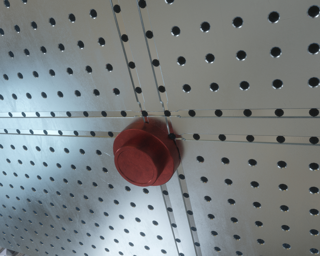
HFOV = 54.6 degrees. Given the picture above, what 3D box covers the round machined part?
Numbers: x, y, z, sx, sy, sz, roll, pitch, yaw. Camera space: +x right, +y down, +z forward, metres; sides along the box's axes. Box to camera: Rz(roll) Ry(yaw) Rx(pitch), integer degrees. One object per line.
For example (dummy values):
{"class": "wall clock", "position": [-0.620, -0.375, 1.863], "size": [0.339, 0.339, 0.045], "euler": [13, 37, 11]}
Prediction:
{"class": "round machined part", "position": [-0.026, 0.044, 0.442], "size": [0.098, 0.042, 0.097], "euler": [13, 124, 21]}
